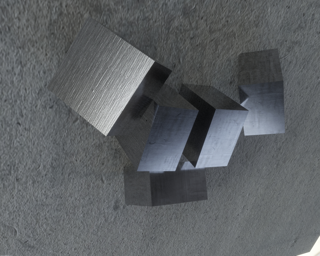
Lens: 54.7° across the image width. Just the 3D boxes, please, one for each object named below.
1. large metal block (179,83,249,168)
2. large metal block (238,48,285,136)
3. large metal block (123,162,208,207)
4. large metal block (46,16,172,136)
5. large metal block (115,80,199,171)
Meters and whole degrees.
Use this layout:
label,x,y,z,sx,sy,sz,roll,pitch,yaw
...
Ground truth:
label,x,y,z,sx,sy,sz,roll,pitch,yaw
large metal block,0.058,-0.005,0.403,0.050,0.080,0.079,1,118,-29
large metal block,0.134,-0.048,0.411,0.050,0.080,0.080,-5,129,18
large metal block,0.005,0.074,0.415,0.081,0.080,0.050,1,79,-29
large metal block,-0.049,-0.048,0.306,0.080,0.080,0.050,-56,164,11
large metal block,-0.009,-0.005,0.367,0.050,0.080,0.079,5,116,-31
